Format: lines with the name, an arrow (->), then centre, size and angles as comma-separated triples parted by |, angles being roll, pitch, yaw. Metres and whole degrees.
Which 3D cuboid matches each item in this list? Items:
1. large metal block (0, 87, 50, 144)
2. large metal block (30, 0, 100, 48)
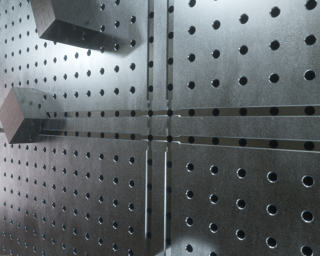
large metal block -> -0.275, -0.024, 0.623 | 0.080, 0.050, 0.080 | -46, 63, 30
large metal block -> -0.155, -0.185, 0.503 | 0.050, 0.081, 0.080 | -29, 72, 36
